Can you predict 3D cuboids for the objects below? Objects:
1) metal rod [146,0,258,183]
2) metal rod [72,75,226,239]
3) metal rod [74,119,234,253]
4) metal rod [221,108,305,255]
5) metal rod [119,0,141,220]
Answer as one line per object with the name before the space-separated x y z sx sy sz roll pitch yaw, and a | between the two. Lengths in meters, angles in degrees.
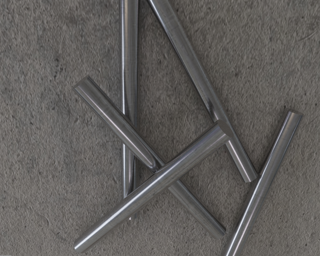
metal rod | 0.053 -0.054 0.390 0.025 0.025 0.299 -28 108 9
metal rod | 0.000 0.053 0.409 0.025 0.025 0.300 -35 114 12
metal rod | -0.025 0.090 0.405 0.025 0.025 0.299 39 119 -13
metal rod | 0.136 0.114 0.452 0.025 0.025 0.298 14 109 -6
metal rod | -0.039 -0.012 0.404 0.025 0.025 0.298 1 110 -1
